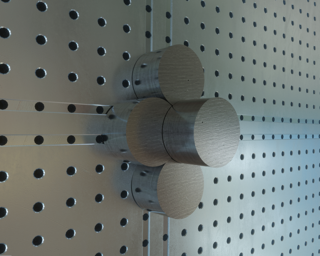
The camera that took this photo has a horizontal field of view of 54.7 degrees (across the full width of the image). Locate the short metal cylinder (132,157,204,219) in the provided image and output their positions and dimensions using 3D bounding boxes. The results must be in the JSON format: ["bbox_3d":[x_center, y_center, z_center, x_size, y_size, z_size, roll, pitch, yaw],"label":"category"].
[{"bbox_3d":[0.011,0.073,0.401,0.081,0.050,0.080,2,87,-40],"label":"short metal cylinder"}]

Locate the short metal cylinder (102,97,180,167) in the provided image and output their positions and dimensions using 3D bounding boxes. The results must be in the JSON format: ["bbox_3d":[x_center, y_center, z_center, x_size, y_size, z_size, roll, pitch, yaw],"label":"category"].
[{"bbox_3d":[-0.021,0.004,0.374,0.081,0.050,0.079,0,90,-40],"label":"short metal cylinder"}]

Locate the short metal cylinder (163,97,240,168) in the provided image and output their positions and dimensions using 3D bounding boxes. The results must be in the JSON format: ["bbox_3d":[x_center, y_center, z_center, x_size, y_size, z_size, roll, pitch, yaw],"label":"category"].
[{"bbox_3d":[0.050,0.005,0.368,0.081,0.050,0.079,0,90,-40],"label":"short metal cylinder"}]

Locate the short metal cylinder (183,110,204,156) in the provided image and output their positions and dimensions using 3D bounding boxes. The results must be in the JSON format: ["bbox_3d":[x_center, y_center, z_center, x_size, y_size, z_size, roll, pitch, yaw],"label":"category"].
[{"bbox_3d":[0.045,0.005,0.429,0.081,0.050,0.079,0,90,-40],"label":"short metal cylinder"}]

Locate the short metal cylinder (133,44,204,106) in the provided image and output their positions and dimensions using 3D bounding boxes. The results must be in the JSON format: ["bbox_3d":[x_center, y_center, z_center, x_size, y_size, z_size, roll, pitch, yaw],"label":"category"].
[{"bbox_3d":[0.012,-0.063,0.402,0.081,0.050,0.079,0,90,-41],"label":"short metal cylinder"}]
